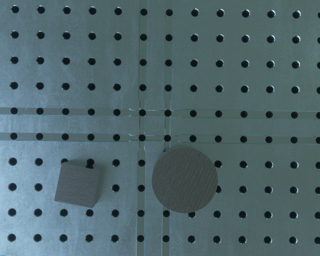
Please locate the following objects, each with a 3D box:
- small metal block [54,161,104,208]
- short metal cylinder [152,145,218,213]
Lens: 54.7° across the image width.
[{"bbox_3d":[-0.107,0.074,0.412,0.050,0.025,0.050,11,90,-1],"label":"small metal block"},{"bbox_3d":[0.030,0.064,0.401,0.081,0.050,0.079,0,90,-1],"label":"short metal cylinder"}]
